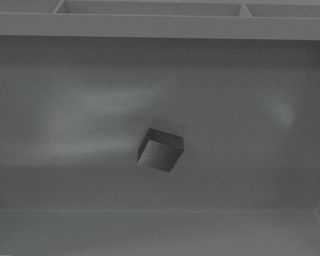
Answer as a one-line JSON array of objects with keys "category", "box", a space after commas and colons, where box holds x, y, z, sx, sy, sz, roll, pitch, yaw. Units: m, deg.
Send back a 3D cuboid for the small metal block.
[{"category": "small metal block", "box": [0.000, 0.032, 0.437, 0.050, 0.025, 0.050, 17, 128, -14]}]
